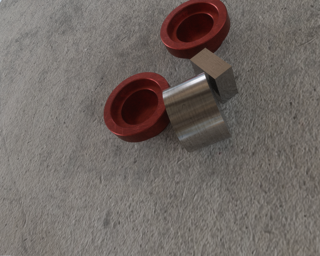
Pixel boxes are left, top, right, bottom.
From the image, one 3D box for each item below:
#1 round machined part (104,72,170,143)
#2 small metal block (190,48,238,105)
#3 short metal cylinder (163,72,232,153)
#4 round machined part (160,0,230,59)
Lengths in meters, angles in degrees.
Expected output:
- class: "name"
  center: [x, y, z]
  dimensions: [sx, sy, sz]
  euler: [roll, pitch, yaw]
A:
- class: "round machined part"
  center: [-0.023, -0.024, 0.418]
  dimensions: [0.098, 0.042, 0.098]
  euler: [-14, 56, 21]
- class: "small metal block"
  center: [0.068, -0.065, 0.390]
  dimensions: [0.025, 0.050, 0.050]
  euler: [-38, 51, -4]
- class: "short metal cylinder"
  center: [0.043, -0.017, 0.356]
  dimensions: [0.050, 0.080, 0.080]
  euler: [-23, 53, 14]
- class: "round machined part"
  center: [0.054, -0.138, 0.449]
  dimensions: [0.098, 0.042, 0.098]
  euler: [-13, 56, 20]
